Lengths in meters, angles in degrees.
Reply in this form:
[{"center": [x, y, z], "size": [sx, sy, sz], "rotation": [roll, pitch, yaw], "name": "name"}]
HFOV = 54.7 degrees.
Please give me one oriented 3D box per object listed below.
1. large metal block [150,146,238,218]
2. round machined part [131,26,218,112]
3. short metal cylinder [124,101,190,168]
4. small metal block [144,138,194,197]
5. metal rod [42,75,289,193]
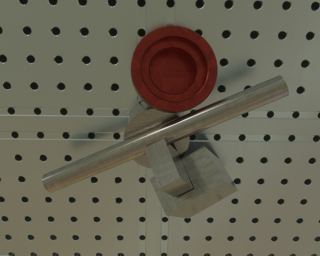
[{"center": [0.046, 0.074, 0.404], "size": [0.080, 0.050, 0.080], "rotation": [-33, 152, 11], "name": "large metal block"}, {"center": [0.015, -0.066, 0.368], "size": [0.099, 0.042, 0.097], "rotation": [0, 88, -6], "name": "round machined part"}, {"center": [-0.004, 0.006, 0.401], "size": [0.081, 0.050, 0.079], "rotation": [0, 110, -1], "name": "short metal cylinder"}, {"center": [0.011, 0.046, 0.352], "size": [0.025, 0.050, 0.050], "rotation": [-28, 150, 9], "name": "small metal block"}, {"center": [0.000, 0.011, 0.363], "size": [0.301, 0.025, 0.025], "rotation": [-23, 109, 7], "name": "metal rod"}]
